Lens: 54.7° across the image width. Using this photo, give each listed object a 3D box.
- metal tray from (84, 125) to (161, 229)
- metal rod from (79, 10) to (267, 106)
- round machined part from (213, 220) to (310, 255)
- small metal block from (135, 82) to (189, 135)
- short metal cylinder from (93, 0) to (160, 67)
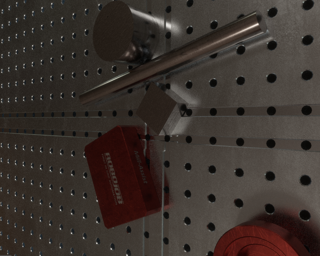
[{"bbox_3d":[-0.058,0.071,0.452,0.090,0.030,0.129,-30,72,35],"label":"metal tray"},{"bbox_3d":[-0.008,-0.079,0.413,0.300,0.025,0.025,-16,80,38],"label":"metal rod"},{"bbox_3d":[0.106,0.142,0.310,0.098,0.042,0.097,0,90,39],"label":"round machined part"},{"bbox_3d":[0.002,-0.025,0.406,0.050,0.025,0.050,43,116,31],"label":"small metal block"},{"bbox_3d":[-0.048,-0.129,0.430,0.080,0.050,0.079,0,90,39],"label":"short metal cylinder"}]
